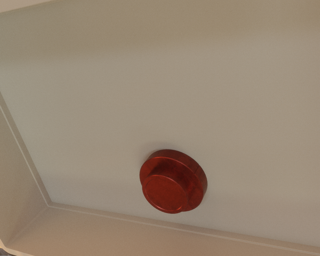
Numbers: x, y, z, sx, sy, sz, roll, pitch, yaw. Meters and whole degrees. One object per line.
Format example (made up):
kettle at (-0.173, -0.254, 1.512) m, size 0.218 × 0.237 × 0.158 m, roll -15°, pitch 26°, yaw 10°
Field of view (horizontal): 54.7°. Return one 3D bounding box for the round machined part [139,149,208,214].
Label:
round machined part at (0.014, 0.082, 0.440) m, size 0.098 × 0.042 × 0.097 m, roll 13°, pitch 124°, yaw 20°
